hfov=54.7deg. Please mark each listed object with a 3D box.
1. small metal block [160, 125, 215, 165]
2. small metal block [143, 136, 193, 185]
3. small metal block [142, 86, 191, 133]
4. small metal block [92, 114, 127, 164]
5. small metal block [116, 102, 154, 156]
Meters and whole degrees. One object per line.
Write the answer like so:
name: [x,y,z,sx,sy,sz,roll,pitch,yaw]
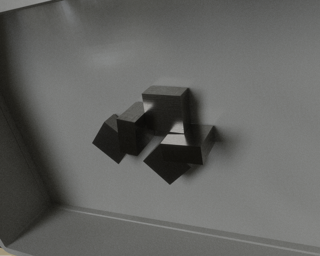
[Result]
small metal block: [0.035,0.019,0.381,0.050,0.050,0.025,3,120,26]
small metal block: [0.014,0.042,0.424,0.050,0.025,0.050,42,129,-1]
small metal block: [0.009,-0.023,0.386,0.050,0.025,0.050,6,121,24]
small metal block: [-0.063,0.016,0.448,0.050,0.025,0.050,39,129,1]
small metal block: [-0.031,0.000,0.405,0.025,0.050,0.050,12,123,21]
